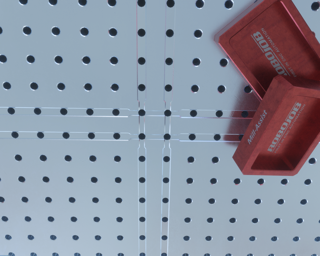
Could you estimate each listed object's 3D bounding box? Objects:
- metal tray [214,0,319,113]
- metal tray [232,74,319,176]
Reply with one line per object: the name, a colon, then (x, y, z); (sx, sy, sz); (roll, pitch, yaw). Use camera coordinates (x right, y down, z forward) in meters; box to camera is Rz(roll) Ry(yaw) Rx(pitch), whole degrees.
metal tray: (0.141, -0.088, 0.380); (0.090, 0.030, 0.130); (-39, 106, 12)
metal tray: (0.158, 0.003, 0.385); (0.091, 0.030, 0.129); (5, 125, -21)
